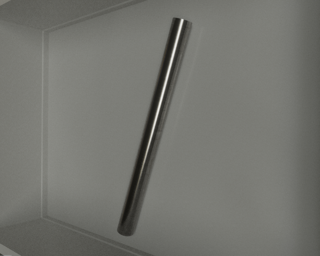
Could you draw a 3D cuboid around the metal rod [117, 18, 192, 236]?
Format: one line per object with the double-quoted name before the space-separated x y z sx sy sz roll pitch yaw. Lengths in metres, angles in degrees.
"metal rod" -0.011 0.008 0.414 0.025 0.025 0.298 25 106 37
